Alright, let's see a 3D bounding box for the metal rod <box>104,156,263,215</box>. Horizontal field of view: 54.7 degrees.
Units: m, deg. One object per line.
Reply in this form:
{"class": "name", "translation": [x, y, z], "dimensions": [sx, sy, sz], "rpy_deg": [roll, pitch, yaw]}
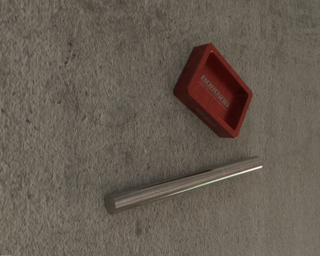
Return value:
{"class": "metal rod", "translation": [0.057, 0.075, 0.455], "dimensions": [0.302, 0.025, 0.025], "rpy_deg": [-6, 94, -40]}

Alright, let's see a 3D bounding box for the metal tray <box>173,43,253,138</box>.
{"class": "metal tray", "translation": [0.086, -0.054, 0.476], "dimensions": [0.130, 0.030, 0.090], "rpy_deg": [39, 66, -33]}
